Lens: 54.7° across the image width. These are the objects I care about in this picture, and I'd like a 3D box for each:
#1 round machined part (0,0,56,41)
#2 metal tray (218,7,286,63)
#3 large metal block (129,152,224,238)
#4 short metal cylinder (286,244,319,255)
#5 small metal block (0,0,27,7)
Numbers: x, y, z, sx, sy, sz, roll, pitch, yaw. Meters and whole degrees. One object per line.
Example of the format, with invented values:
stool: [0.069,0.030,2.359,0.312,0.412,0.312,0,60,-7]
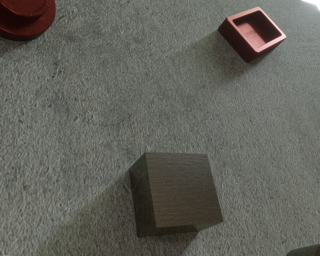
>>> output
round machined part: [-0.174,-0.159,0.376,0.099,0.042,0.098,10,74,-40]
metal tray: [0.187,-0.189,0.619,0.131,0.030,0.090,-31,79,-38]
large metal block: [0.016,0.075,0.352,0.081,0.050,0.080,4,60,-27]
short metal cylinder: [0.202,0.188,0.384,0.081,0.050,0.080,14,56,-21]
small metal block: [-0.210,-0.190,0.407,0.050,0.025,0.050,46,51,4]
